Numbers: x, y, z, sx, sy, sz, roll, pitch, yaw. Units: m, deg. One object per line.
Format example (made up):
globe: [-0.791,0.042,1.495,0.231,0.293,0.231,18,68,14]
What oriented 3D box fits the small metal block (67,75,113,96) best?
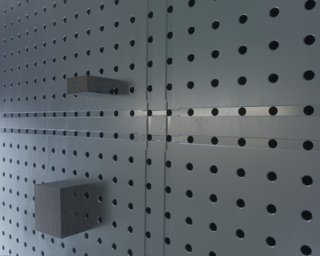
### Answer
small metal block: [-0.109,-0.065,0.483,0.050,0.050,0.025,0,90,40]

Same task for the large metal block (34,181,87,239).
large metal block: [-0.172,0.137,0.535,0.080,0.050,0.080,-3,88,40]
